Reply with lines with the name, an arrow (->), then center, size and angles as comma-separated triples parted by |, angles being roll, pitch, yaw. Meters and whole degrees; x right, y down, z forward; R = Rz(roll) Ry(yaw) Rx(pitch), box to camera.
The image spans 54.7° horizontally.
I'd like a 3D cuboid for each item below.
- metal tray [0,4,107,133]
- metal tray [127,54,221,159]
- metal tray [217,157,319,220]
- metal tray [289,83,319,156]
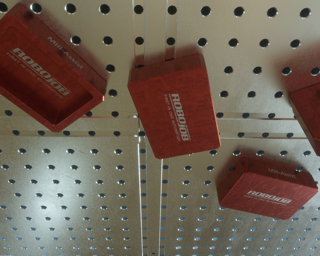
metal tray -> -0.138, -0.060, 0.354 | 0.090, 0.030, 0.130 | -31, 124, 23
metal tray -> 0.022, -0.021, 0.391 | 0.090, 0.030, 0.129 | -12, 130, 9
metal tray -> 0.170, 0.101, 0.497 | 0.131, 0.030, 0.089 | 15, 129, -13
metal tray -> 0.228, -0.025, 0.351 | 0.130, 0.090, 0.030 | -19, 128, 15
